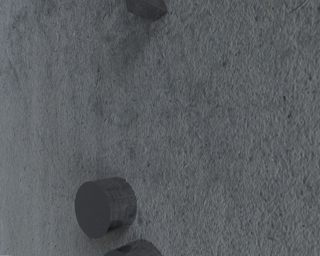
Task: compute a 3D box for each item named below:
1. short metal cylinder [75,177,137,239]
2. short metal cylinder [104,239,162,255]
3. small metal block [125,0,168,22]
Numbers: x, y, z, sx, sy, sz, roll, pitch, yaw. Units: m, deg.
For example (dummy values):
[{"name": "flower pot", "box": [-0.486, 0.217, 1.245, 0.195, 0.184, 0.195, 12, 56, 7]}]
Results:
[{"name": "short metal cylinder", "box": [-0.080, 0.115, 0.455, 0.080, 0.050, 0.079, 0, 90, 40]}, {"name": "short metal cylinder", "box": [-0.036, 0.199, 0.419, 0.080, 0.050, 0.079, 0, 90, 40]}, {"name": "small metal block", "box": [-0.021, -0.174, 0.406, 0.025, 0.050, 0.050, -23, 76, 38]}]
